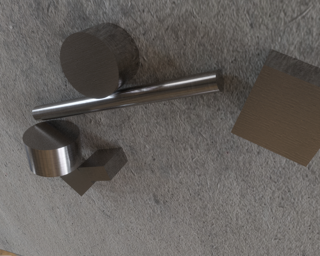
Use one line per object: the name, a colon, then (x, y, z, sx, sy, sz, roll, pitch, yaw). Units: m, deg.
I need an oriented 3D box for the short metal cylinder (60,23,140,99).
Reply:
short metal cylinder: (-0.072, -0.082, 0.376, 0.080, 0.050, 0.079, 13, 124, 20)

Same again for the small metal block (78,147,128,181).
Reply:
small metal block: (-0.085, 0.055, 0.467, 0.050, 0.050, 0.025, -7, 115, 31)

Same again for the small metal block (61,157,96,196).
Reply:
small metal block: (-0.134, 0.081, 0.526, 0.050, 0.025, 0.050, 43, 129, -2)

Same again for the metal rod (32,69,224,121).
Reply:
metal rod: (-0.063, -0.037, 0.415, 0.300, 0.025, 0.025, -6, 115, 30)

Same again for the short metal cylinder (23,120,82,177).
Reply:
short metal cylinder: (-0.162, 0.030, 0.472, 0.080, 0.080, 0.050, 16, 125, 19)

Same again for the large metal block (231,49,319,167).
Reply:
large metal block: (0.129, -0.021, 0.310, 0.080, 0.050, 0.079, 26, 127, 12)
